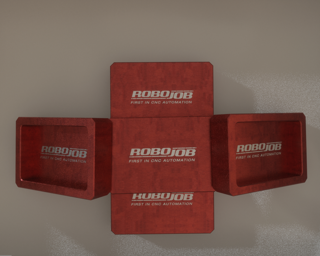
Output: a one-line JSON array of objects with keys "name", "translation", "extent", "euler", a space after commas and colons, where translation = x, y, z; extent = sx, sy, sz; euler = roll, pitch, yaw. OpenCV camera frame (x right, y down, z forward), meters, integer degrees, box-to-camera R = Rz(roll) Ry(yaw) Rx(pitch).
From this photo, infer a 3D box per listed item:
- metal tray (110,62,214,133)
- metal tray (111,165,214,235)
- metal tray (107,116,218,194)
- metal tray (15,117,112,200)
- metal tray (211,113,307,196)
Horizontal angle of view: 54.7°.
[{"name": "metal tray", "translation": [0.003, -0.039, 0.406], "extent": [0.131, 0.030, 0.089], "euler": [0, 90, -1]}, {"name": "metal tray", "translation": [0.003, 0.090, 0.406], "extent": [0.131, 0.030, 0.089], "euler": [0, 90, -1]}, {"name": "metal tray", "translation": [0.003, 0.032, 0.377], "extent": [0.131, 0.030, 0.089], "euler": [-1, 90, -1]}, {"name": "metal tray", "translation": [-0.120, 0.032, 0.376], "extent": [0.130, 0.030, 0.089], "euler": [2, 91, 29]}, {"name": "metal tray", "translation": [0.124, 0.027, 0.377], "extent": [0.131, 0.030, 0.089], "euler": [-2, 91, -30]}]
